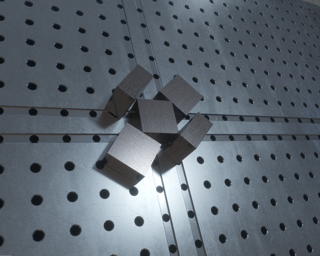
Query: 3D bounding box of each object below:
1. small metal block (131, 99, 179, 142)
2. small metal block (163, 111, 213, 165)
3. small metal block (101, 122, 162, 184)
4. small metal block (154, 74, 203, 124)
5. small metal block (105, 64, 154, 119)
[{"bbox_3d":[-0.007,-0.009,0.409,0.050,0.025,0.050,3,59,-25],"label":"small metal block"},{"bbox_3d":[0.036,0.013,0.402,0.025,0.050,0.050,41,51,0],"label":"small metal block"},{"bbox_3d":[-0.033,0.030,0.371,0.050,0.025,0.050,33,51,-7],"label":"small metal block"},{"bbox_3d":[0.026,-0.042,0.447,0.050,0.025,0.050,43,51,1],"label":"small metal block"},{"bbox_3d":[-0.040,-0.046,0.398,0.025,0.050,0.050,38,52,-4],"label":"small metal block"}]
